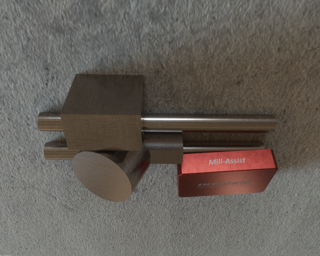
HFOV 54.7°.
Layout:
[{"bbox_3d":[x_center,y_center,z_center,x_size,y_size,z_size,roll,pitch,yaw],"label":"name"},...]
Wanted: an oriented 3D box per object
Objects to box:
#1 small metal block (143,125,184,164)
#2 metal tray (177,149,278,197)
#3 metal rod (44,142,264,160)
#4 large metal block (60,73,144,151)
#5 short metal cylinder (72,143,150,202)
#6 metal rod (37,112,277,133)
[{"bbox_3d":[0.004,0.021,0.409,0.050,0.050,0.025,1,130,-1],"label":"small metal block"},{"bbox_3d":[0.091,0.067,0.445,0.131,0.030,0.090,-4,148,1],"label":"metal tray"},{"bbox_3d":[-0.008,0.032,0.436,0.302,0.025,0.025,0,130,-1],"label":"metal rod"},{"bbox_3d":[-0.060,-0.020,0.355,0.081,0.080,0.050,1,130,-1],"label":"large metal block"},{"bbox_3d":[-0.059,0.045,0.383,0.080,0.050,0.079,15,131,18],"label":"short metal cylinder"},{"bbox_3d":[-0.003,-0.007,0.403,0.302,0.025,0.025,1,130,-1],"label":"metal rod"}]
